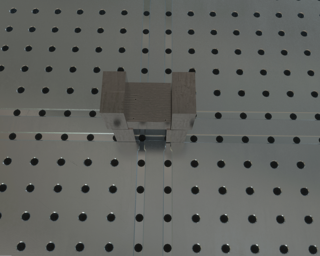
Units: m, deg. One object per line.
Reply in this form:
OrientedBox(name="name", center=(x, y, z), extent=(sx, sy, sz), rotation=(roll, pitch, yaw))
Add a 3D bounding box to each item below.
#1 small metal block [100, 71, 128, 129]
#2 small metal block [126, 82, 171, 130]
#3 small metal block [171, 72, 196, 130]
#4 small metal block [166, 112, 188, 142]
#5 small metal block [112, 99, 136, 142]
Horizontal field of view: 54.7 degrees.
OrientedBox(name="small metal block", center=(-0.050, -0.030, 0.355), extent=(0.025, 0.050, 0.050), rotation=(1, 70, 0))
OrientedBox(name="small metal block", center=(-0.013, -0.026, 0.369), extent=(0.050, 0.025, 0.050), rotation=(1, 70, 0))
OrientedBox(name="small metal block", center=(0.026, -0.030, 0.355), extent=(0.025, 0.050, 0.050), rotation=(1, 70, 0))
OrientedBox(name="small metal block", center=(0.020, -0.013, 0.403), extent=(0.025, 0.050, 0.050), rotation=(-1, 70, -1))
OrientedBox(name="small metal block", center=(-0.045, -0.013, 0.402), extent=(0.025, 0.050, 0.050), rotation=(1, 70, 0))
